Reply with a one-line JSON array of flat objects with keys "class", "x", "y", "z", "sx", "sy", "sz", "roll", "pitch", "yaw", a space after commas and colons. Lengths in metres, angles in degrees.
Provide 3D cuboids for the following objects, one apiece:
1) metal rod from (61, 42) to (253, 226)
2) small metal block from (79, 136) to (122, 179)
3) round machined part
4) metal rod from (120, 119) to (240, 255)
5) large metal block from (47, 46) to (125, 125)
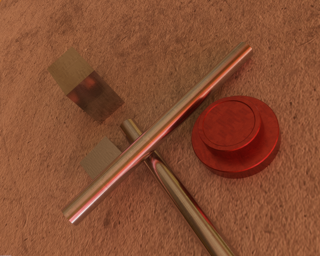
[{"class": "metal rod", "x": 0.007, "y": -0.002, "z": 0.374, "sx": 0.301, "sy": 0.025, "sz": 0.025, "roll": -44, "pitch": 51, "yaw": -13}, {"class": "small metal block", "x": -0.070, "y": 0.047, "z": 0.410, "sx": 0.050, "sy": 0.025, "sz": 0.050, "roll": -47, "pitch": 52, "yaw": -5}, {"class": "round machined part", "x": 0.082, "y": 0.004, "z": 0.347, "sx": 0.098, "sy": 0.042, "sz": 0.098, "roll": -13, "pitch": 56, "yaw": 20}, {"class": "metal rod", "x": 0.031, "y": 0.087, "z": 0.333, "sx": 0.025, "sy": 0.025, "sz": 0.300, "roll": -40, "pitch": 51, "yaw": 0}, {"class": "large metal block", "x": -0.110, "y": -0.063, "z": 0.463, "sx": 0.050, "sy": 0.080, "sz": 0.080, "roll": -43, "pitch": 51, "yaw": -1}]
